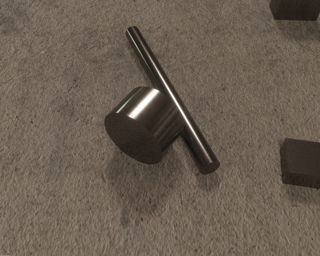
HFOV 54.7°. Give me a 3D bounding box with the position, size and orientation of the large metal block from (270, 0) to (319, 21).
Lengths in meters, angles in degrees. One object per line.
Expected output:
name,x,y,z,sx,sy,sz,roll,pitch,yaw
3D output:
large metal block,0.263,-0.252,0.583,0.081,0.080,0.050,1,50,1

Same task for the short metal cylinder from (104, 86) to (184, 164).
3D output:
short metal cylinder,-0.019,-0.003,0.369,0.080,0.080,0.050,26,55,19

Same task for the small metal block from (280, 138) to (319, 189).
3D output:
small metal block,0.174,0.042,0.370,0.050,0.025,0.050,8,50,6

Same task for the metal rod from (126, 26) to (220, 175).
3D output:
metal rod,0.006,-0.060,0.453,0.025,0.025,0.300,-16,52,-14
